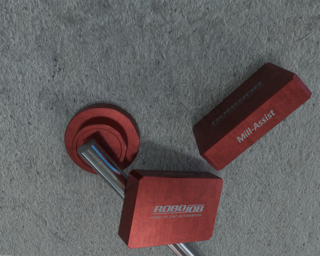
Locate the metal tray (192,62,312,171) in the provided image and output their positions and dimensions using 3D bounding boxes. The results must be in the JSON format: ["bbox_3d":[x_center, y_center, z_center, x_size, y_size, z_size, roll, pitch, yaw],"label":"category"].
[{"bbox_3d":[0.101,-0.017,0.370,0.130,0.090,0.030,-42,105,13],"label":"metal tray"}]

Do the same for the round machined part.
[{"bbox_3d":[-0.076,0.020,0.407,0.099,0.042,0.097,0,110,-1],"label":"round machined part"}]

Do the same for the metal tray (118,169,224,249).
[{"bbox_3d":[0.017,0.103,0.405,0.131,0.030,0.089,7,97,-31],"label":"metal tray"}]

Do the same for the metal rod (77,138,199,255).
[{"bbox_3d":[-0.007,0.128,0.430,0.025,0.025,0.300,-31,118,10],"label":"metal rod"}]
